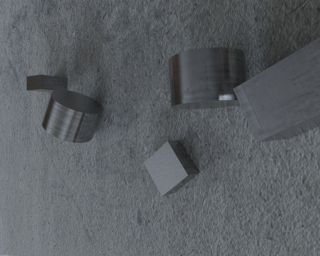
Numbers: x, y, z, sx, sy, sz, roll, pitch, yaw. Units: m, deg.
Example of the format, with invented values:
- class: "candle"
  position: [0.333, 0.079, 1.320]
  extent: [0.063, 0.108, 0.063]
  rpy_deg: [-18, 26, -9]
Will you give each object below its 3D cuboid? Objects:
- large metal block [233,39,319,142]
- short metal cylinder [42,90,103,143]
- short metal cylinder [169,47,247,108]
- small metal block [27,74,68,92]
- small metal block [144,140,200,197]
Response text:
- class: "large metal block"
  position: [0.125, -0.028, 0.266]
  extent: [0.080, 0.081, 0.050]
  rpy_deg: [-31, 71, 35]
- class: "short metal cylinder"
  position: [-0.135, -0.019, 0.480]
  extent: [0.080, 0.081, 0.050]
  rpy_deg: [37, 113, 33]
- class: "short metal cylinder"
  position: [0.051, -0.049, 0.327]
  extent: [0.080, 0.081, 0.050]
  rpy_deg: [-5, 87, 40]
- class: "small metal block"
  position: [-0.202, -0.079, 0.556]
  extent: [0.050, 0.050, 0.025]
  rpy_deg: [3, 92, 40]
- class: "small metal block"
  position: [0.014, 0.051, 0.394]
  extent: [0.050, 0.025, 0.050]
  rpy_deg: [-45, 63, 30]
